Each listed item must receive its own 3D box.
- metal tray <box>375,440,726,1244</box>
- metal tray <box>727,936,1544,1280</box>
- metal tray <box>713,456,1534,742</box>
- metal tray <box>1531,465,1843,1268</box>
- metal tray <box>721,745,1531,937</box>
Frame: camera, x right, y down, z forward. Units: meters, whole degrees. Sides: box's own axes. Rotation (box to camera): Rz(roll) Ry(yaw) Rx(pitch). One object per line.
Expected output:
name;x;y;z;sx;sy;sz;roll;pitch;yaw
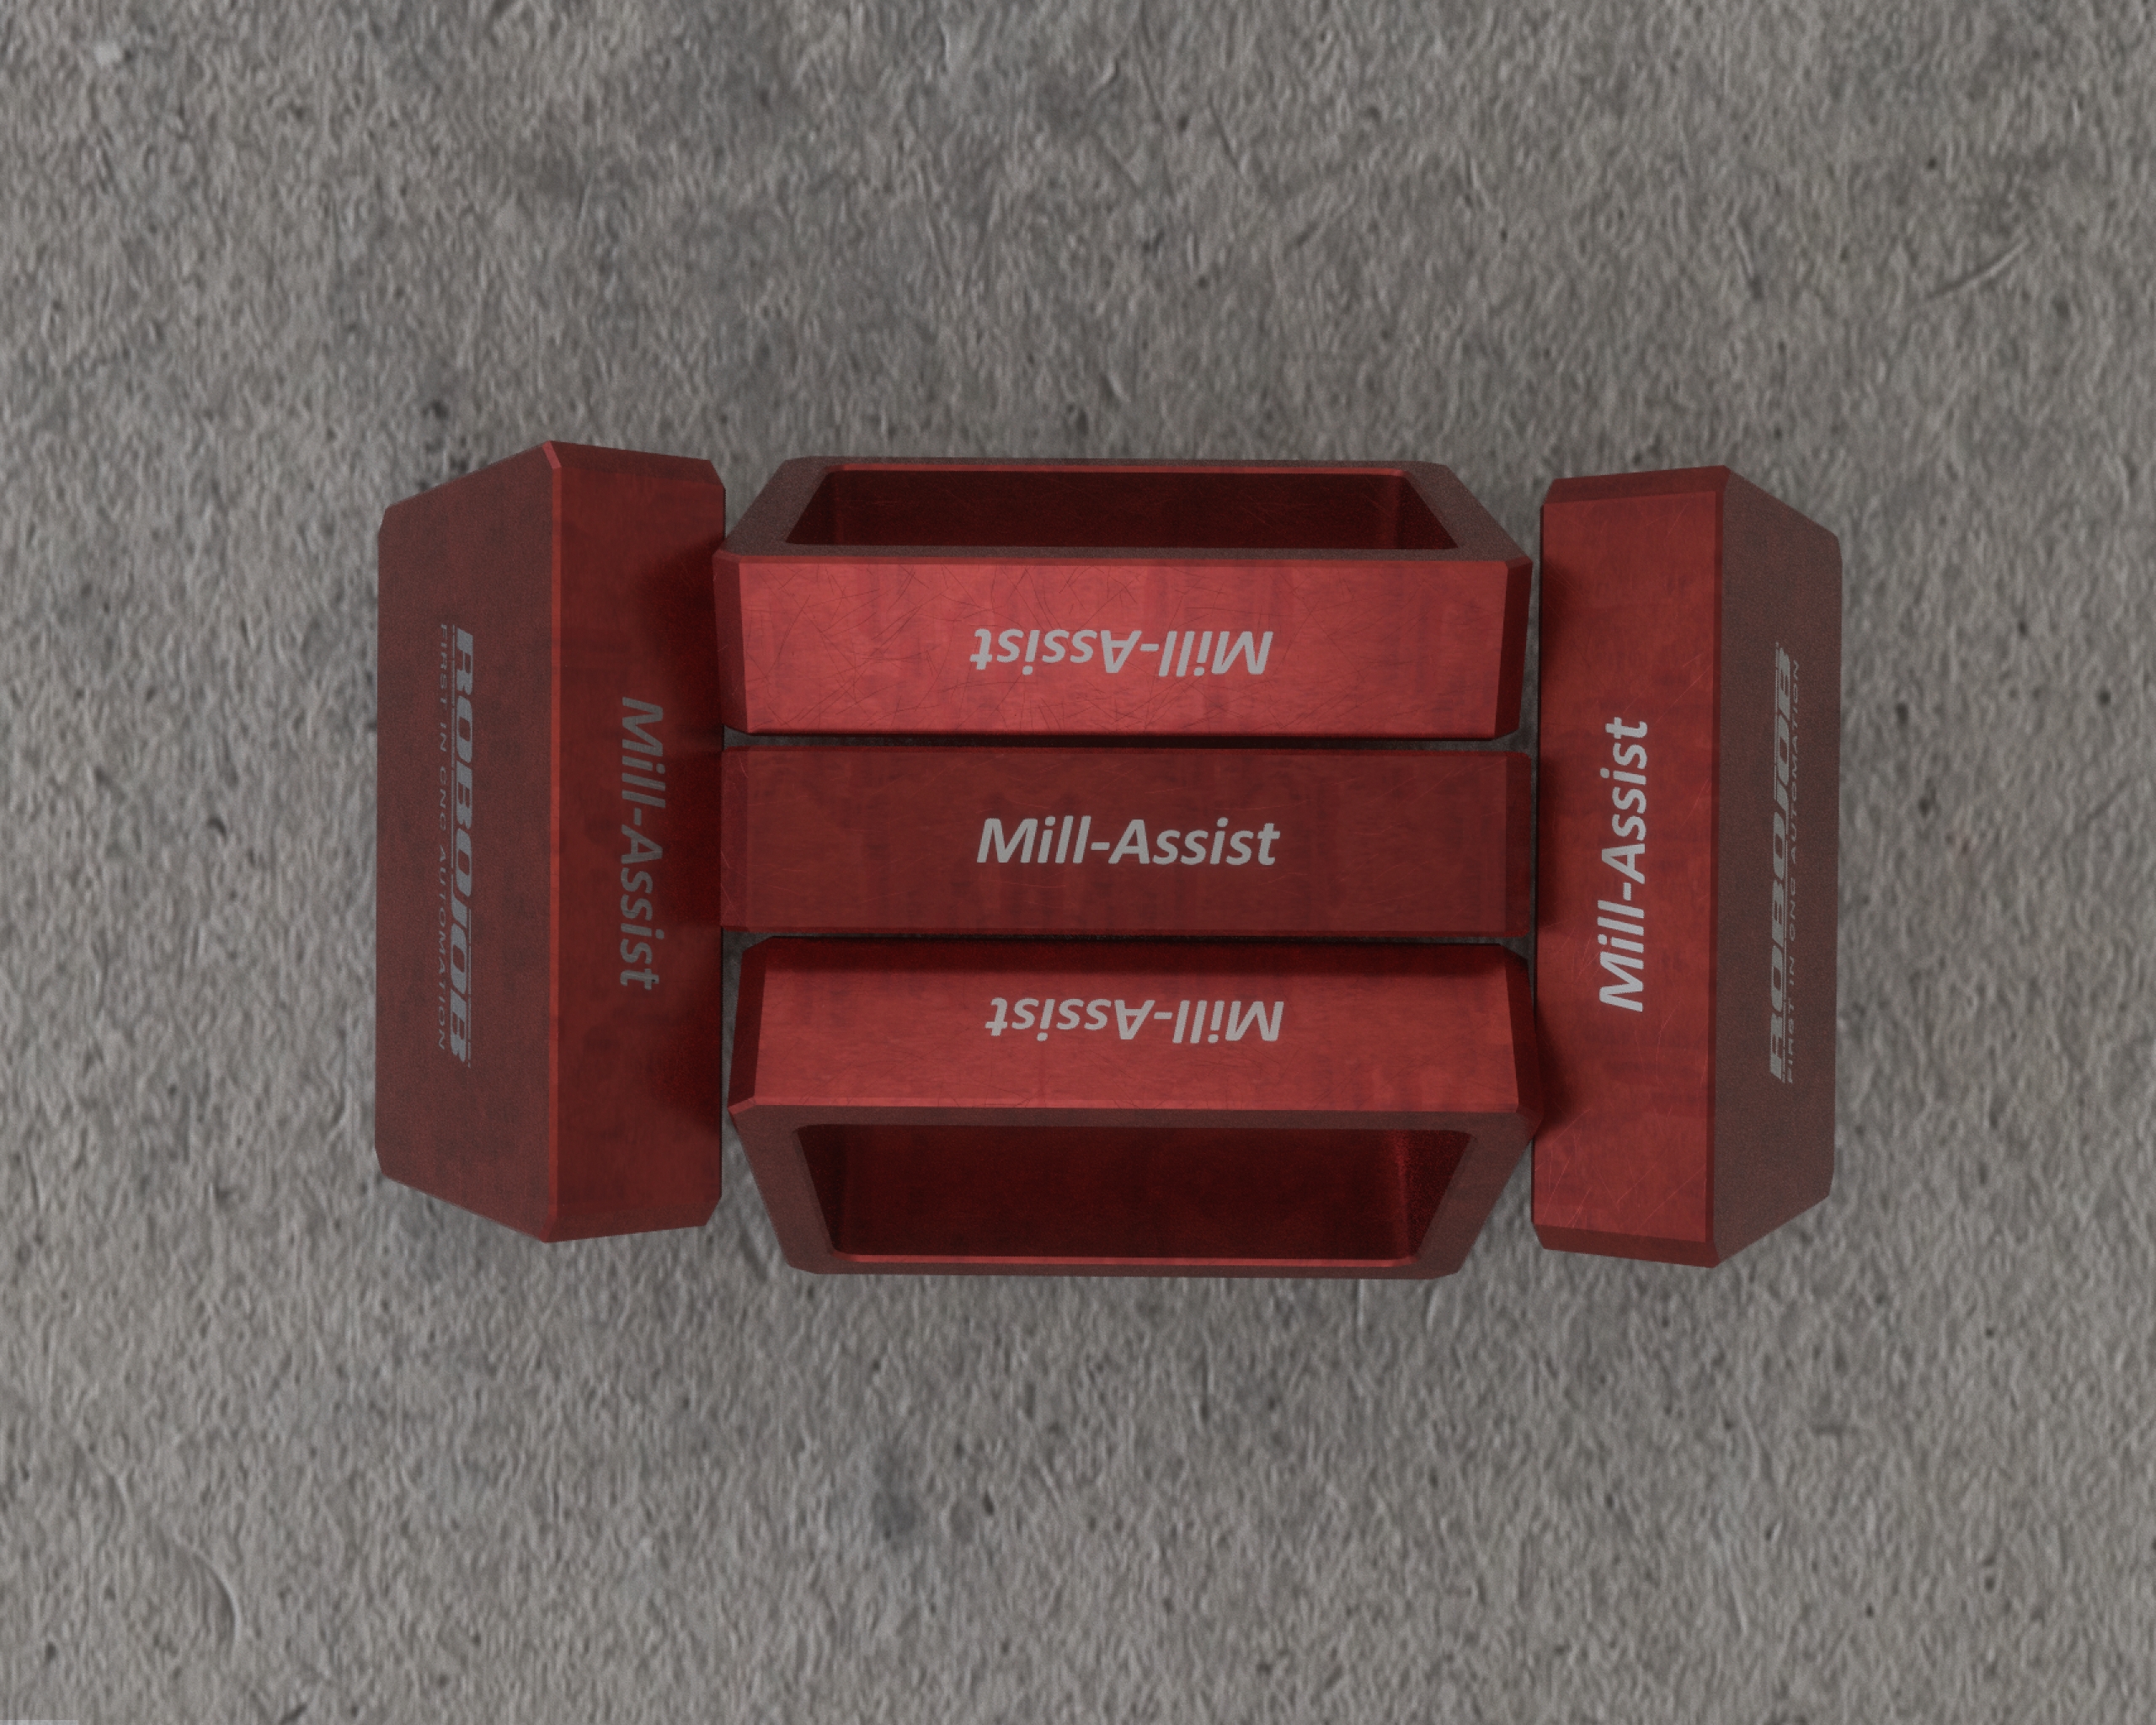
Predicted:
metal tray;-0.097;-0.004;0.376;0.030;0.090;0.129;0;90;-36
metal tray;0.009;0.047;0.375;0.131;0.090;0.030;1;61;0
metal tray;0.007;-0.050;0.374;0.131;0.090;0.030;0;111;0
metal tray;0.112;0.001;0.377;0.030;0.091;0.129;1;90;32
metal tray;0.008;-0.004;0.377;0.131;0.090;0.030;0;90;0
